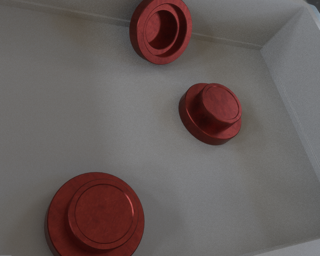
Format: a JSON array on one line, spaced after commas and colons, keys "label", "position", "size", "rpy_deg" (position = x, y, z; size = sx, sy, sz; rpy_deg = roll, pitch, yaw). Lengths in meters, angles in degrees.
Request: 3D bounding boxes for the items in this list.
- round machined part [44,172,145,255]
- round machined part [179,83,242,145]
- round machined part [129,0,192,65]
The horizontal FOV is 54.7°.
[{"label": "round machined part", "position": [-0.061, 0.090, 0.308], "size": [0.099, 0.042, 0.098], "rpy_deg": [14, 56, -21]}, {"label": "round machined part", "position": [0.080, -0.027, 0.457], "size": [0.099, 0.042, 0.098], "rpy_deg": [14, 56, -21]}, {"label": "round machined part", "position": [-0.003, -0.148, 0.461], "size": [0.099, 0.097, 0.042], "rpy_deg": [-12, 30, -33]}]
